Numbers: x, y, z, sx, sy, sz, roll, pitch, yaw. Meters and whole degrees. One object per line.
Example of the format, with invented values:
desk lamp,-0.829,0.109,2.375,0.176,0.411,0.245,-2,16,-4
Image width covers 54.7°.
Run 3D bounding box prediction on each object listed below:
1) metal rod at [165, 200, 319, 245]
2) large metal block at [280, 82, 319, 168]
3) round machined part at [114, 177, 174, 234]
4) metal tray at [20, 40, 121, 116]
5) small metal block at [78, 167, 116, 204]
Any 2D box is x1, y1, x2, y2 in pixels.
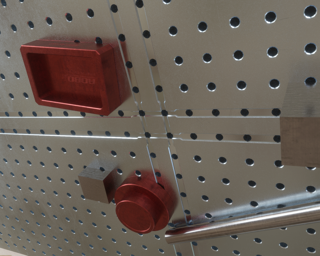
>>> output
metal rod,0.127,0.130,0.423,0.299,0.025,0.025,-25,105,36
large metal block,0.160,-0.006,0.288,0.080,0.080,0.050,2,119,27
round machined part,-0.031,0.130,0.495,0.098,0.042,0.097,13,124,20
metal tray,-0.123,-0.070,0.426,0.130,0.030,0.089,9,123,22
small metal block,-0.106,0.097,0.525,0.050,0.025,0.050,6,121,24
